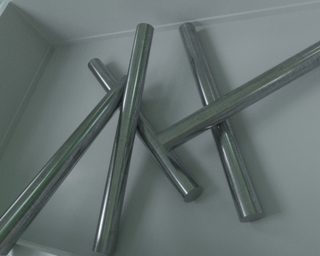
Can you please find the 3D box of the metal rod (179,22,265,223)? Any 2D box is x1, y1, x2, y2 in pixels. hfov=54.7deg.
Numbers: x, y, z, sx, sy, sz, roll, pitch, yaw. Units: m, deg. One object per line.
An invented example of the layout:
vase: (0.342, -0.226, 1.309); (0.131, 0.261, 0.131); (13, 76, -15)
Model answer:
metal rod: (0.066, -0.032, 0.389); (0.025, 0.025, 0.299); (-22, 54, 15)

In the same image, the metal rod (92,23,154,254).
metal rod: (-0.043, 0.000, 0.396); (0.025, 0.025, 0.299); (0, 71, 28)

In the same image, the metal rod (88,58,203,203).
metal rod: (-0.037, -0.017, 0.434); (0.025, 0.025, 0.300); (-40, 51, 1)

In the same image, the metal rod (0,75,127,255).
metal rod: (-0.098, 0.027, 0.341); (0.025, 0.025, 0.301); (-2, 37, 27)

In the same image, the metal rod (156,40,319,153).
metal rod: (0.133, -0.057, 0.349); (0.301, 0.025, 0.025); (-30, 52, 0)
